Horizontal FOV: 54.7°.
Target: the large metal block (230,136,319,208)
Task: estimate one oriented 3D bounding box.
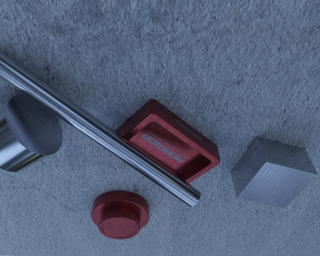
[{"bbox_3d":[0.161,0.066,0.449,0.081,0.050,0.079,14,129,-13],"label":"large metal block"}]

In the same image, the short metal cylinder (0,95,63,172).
[{"bbox_3d":[-0.166,0.007,0.374,0.050,0.080,0.080,-28,125,21],"label":"short metal cylinder"}]

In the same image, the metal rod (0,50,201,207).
[{"bbox_3d":[-0.070,0.009,0.378,0.301,0.025,0.025,37,121,-15],"label":"metal rod"}]

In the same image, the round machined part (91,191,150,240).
[{"bbox_3d":[-0.067,0.153,0.526,0.099,0.042,0.097,-1,130,0],"label":"round machined part"}]

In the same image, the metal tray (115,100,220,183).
[{"bbox_3d":[0.008,0.029,0.428,0.130,0.030,0.090,35,122,-27],"label":"metal tray"}]
